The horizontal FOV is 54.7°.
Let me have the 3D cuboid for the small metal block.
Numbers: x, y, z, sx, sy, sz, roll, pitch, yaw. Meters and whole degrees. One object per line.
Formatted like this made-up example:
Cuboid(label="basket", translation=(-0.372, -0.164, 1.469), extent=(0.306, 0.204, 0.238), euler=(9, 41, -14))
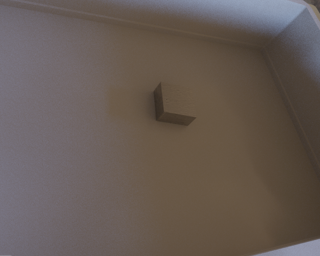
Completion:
Cuboid(label="small metal block", translation=(0.021, -0.034, 0.439), extent=(0.050, 0.025, 0.050), euler=(9, 58, -24))
